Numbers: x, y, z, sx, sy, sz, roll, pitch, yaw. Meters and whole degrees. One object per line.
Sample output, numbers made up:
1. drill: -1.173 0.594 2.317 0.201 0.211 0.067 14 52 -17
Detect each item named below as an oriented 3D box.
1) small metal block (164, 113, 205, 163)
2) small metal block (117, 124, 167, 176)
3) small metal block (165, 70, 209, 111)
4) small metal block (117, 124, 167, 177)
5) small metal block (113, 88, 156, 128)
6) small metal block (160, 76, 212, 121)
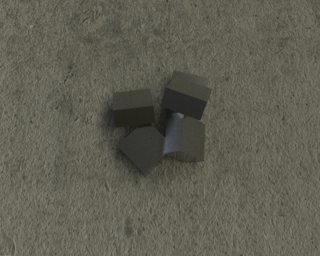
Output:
1. small metal block: 0.032 0.013 0.389 0.025 0.050 0.050 -11 64 37
2. small metal block: -0.018 0.026 0.400 0.050 0.025 0.050 -43 76 -14
3. small metal block: 0.037 -0.047 0.427 0.050 0.025 0.050 13 70 4
4. small metal block: -0.018 0.026 0.400 0.050 0.025 0.050 -43 76 -14
5. small metal block: -0.034 -0.027 0.406 0.050 0.025 0.050 -7 33 -3
6. small metal block: 0.034 -0.038 0.383 0.050 0.025 0.050 20 28 7
